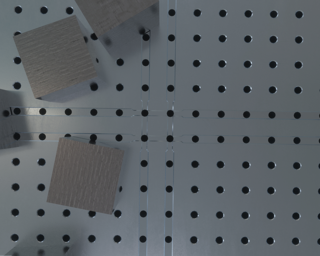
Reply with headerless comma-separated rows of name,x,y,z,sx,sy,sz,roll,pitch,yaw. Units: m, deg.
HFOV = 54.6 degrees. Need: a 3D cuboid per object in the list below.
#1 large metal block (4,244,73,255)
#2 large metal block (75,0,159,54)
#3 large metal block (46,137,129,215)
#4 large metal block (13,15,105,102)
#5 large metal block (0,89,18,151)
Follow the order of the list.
large metal block,-0.159,0.187,0.385,0.080,0.080,0.050,-3,90,0
large metal block,-0.048,-0.143,0.385,0.080,0.080,0.050,-31,90,0
large metal block,-0.090,0.058,0.400,0.080,0.050,0.080,11,90,0
large metal block,-0.127,-0.087,0.400,0.080,0.050,0.080,-20,90,0
large metal block,-0.242,-0.005,0.399,0.080,0.050,0.080,-12,90,0
